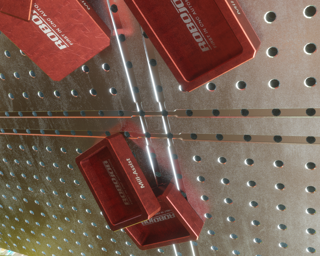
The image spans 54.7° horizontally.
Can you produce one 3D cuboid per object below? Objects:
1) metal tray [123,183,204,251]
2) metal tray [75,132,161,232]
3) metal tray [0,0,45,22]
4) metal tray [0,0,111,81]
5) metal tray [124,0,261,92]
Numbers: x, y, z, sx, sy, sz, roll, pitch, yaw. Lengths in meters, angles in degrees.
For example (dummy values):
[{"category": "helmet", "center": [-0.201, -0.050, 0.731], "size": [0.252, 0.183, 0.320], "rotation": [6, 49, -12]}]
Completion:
[{"category": "metal tray", "center": [-0.007, 0.147, 0.500], "size": [0.130, 0.030, 0.090], "rotation": [-28, 104, 37]}, {"category": "metal tray", "center": [-0.066, 0.083, 0.468], "size": [0.090, 0.030, 0.130], "rotation": [-32, 85, 37]}, {"category": "metal tray", "center": [-0.128, -0.188, 0.316], "size": [0.030, 0.090, 0.129], "rotation": [17, 130, -16]}, {"category": "metal tray", "center": [-0.130, -0.126, 0.349], "size": [0.090, 0.030, 0.130], "rotation": [-31, 124, 16]}, {"category": "metal tray", "center": [0.031, -0.113, 0.320], "size": [0.090, 0.030, 0.130], "rotation": [-26, 105, 36]}]
